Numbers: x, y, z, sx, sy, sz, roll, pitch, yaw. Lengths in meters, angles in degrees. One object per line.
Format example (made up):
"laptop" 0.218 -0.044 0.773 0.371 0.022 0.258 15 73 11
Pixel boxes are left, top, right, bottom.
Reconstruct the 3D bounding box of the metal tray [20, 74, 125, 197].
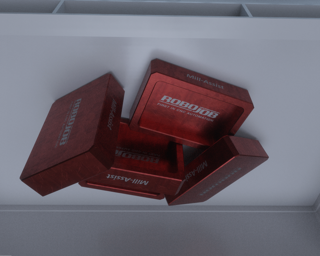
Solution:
"metal tray" -0.089 0.002 0.337 0.090 0.130 0.030 -23 127 19

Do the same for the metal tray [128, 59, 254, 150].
"metal tray" 0.036 -0.022 0.385 0.131 0.030 0.089 16 128 -14

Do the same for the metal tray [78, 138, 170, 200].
"metal tray" -0.045 0.057 0.449 0.131 0.030 0.089 12 129 -11

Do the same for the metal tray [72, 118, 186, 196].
"metal tray" -0.037 0.030 0.388 0.131 0.090 0.030 12 129 -11

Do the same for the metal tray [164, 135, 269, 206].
"metal tray" 0.075 0.062 0.432 0.091 0.030 0.129 9 137 -46
